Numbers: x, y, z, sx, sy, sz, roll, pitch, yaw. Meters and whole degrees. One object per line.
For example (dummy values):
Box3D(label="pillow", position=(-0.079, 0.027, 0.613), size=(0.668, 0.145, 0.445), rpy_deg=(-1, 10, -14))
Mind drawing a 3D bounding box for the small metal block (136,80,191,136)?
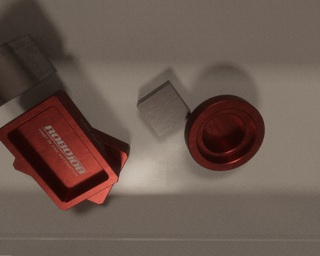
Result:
Box3D(label="small metal block", position=(0.006, -0.026, 0.402), size=(0.050, 0.025, 0.050), rpy_deg=(-34, 107, 11))

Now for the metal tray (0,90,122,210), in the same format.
Box3D(label="metal tray", position=(-0.121, 0.030, 0.385), size=(0.090, 0.030, 0.130), rpy_deg=(-30, 108, 10))

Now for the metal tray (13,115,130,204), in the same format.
Box3D(label="metal tray", position=(-0.118, 0.039, 0.421), size=(0.131, 0.030, 0.089), rpy_deg=(26, 108, -10))

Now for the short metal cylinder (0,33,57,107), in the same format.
Box3D(label="short metal cylinder", position=(-0.168, -0.065, 0.356), size=(0.080, 0.080, 0.050), rpy_deg=(-29, 108, 10))

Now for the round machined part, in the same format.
Box3D(label="round machined part", position=(0.080, 0.003, 0.400), size=(0.099, 0.042, 0.097), rpy_deg=(-4, 114, -8))
